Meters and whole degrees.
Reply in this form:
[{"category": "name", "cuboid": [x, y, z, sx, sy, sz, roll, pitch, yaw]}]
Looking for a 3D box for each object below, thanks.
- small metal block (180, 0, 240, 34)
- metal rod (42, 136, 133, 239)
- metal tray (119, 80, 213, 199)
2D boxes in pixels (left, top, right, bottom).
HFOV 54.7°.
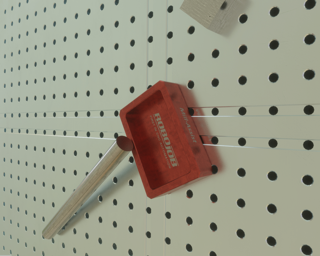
[{"category": "small metal block", "cuboid": [0.059, -0.147, 0.361, 0.050, 0.025, 0.050, 48, 118, 29]}, {"category": "metal rod", "cuboid": [-0.127, 0.109, 0.494, 0.298, 0.025, 0.025, -47, 62, 36]}, {"category": "metal tray", "cuboid": [0.003, 0.016, 0.403, 0.090, 0.030, 0.130, -32, 70, 35]}]
